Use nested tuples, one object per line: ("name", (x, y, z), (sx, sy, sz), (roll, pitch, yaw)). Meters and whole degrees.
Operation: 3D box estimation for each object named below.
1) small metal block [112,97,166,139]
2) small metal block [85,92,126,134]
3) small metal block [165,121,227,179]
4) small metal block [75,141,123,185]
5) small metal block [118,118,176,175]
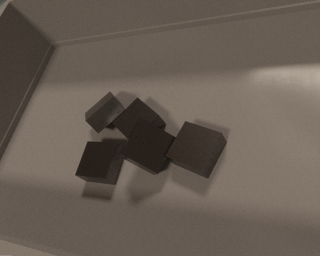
("small metal block", (-0.029, -0.006, 0.423), (0.050, 0.025, 0.050), (-46, 51, -4))
("small metal block", (-0.080, -0.024, 0.446), (0.050, 0.025, 0.050), (-42, 20, -1))
("small metal block", (0.043, 0.025, 0.367), (0.050, 0.025, 0.050), (20, 72, 35))
("small metal block", (-0.079, 0.047, 0.417), (0.050, 0.025, 0.050), (1, 62, 28))
("small metal block", (-0.016, 0.023, 0.381), (0.050, 0.025, 0.050), (30, 73, -8))
